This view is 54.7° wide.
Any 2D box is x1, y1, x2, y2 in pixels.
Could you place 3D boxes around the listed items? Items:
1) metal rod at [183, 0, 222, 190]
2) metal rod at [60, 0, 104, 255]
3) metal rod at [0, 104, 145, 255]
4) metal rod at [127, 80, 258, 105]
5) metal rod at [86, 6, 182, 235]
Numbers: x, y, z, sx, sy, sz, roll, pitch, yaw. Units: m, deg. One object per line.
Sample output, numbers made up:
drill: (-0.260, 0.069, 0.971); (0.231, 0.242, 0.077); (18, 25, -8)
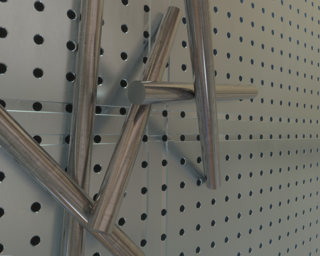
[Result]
metal rod: (0.058, -0.022, 0.386); (0.025, 0.025, 0.298); (-45, 141, -31)
metal rod: (-0.085, -0.004, 0.339); (0.025, 0.025, 0.298); (6, 86, -40)
metal rod: (-0.113, 0.035, 0.292); (0.300, 0.025, 0.025); (52, 59, -19)
metal rod: (0.069, -0.050, 0.431); (0.302, 0.025, 0.025); (-9, 96, -52)
metal rod: (-0.019, -0.030, 0.359); (0.025, 0.025, 0.300); (37, 56, -34)
